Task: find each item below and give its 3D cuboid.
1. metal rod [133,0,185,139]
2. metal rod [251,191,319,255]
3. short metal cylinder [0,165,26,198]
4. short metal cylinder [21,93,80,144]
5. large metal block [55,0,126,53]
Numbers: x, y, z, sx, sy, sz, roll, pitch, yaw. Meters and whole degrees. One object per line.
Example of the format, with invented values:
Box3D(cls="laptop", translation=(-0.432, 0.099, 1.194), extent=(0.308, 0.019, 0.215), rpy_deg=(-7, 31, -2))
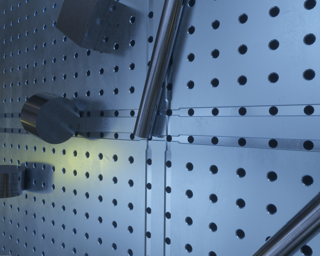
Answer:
Box3D(cls="metal rod", translation=(0.011, -0.131, 0.400), extent=(0.025, 0.025, 0.298), rpy_deg=(23, 105, 37))
Box3D(cls="metal rod", translation=(0.088, 0.168, 0.336), extent=(0.025, 0.025, 0.298), rpy_deg=(48, 118, 29))
Box3D(cls="short metal cylinder", translation=(-0.324, 0.109, 0.641), extent=(0.080, 0.081, 0.050), rpy_deg=(8, 95, 40))
Box3D(cls="short metal cylinder", translation=(-0.186, -0.017, 0.527), extent=(0.050, 0.081, 0.079), rpy_deg=(17, 101, 39))
Box3D(cls="large metal block", translation=(-0.110, -0.175, 0.485), extent=(0.080, 0.050, 0.080), rpy_deg=(41, 115, 32))
